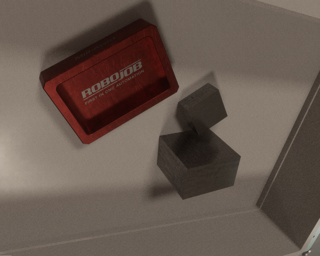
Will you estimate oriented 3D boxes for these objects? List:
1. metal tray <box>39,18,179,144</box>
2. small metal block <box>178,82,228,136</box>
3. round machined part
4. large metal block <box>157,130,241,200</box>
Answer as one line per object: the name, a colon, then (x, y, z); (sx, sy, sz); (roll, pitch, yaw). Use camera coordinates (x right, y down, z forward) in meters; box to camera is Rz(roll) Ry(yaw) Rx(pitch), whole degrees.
metal tray: (-0.051, -0.051, 0.346); (0.131, 0.030, 0.090); (-31, 129, -8)
small metal block: (0.060, -0.026, 0.428); (0.050, 0.025, 0.050); (-34, 129, -6)
round machined part: (-0.052, 0.230, 0.516); (0.099, 0.042, 0.097); (-14, 125, -21)
large metal block: (0.051, 0.045, 0.431); (0.081, 0.080, 0.050); (-9, 123, -24)
